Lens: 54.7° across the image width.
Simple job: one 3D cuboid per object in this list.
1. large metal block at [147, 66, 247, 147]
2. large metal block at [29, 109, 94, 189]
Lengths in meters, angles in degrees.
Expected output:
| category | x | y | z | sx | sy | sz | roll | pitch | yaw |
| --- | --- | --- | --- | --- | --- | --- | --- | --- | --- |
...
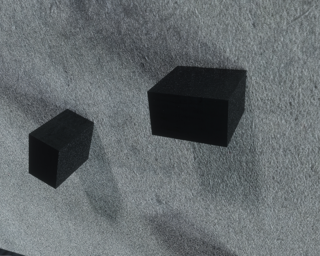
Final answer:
| category | x | y | z | sx | sy | sz | roll | pitch | yaw |
| --- | --- | --- | --- | --- | --- | --- | --- | --- | --- |
| large metal block | 0.043 | -0.028 | 0.332 | 0.080 | 0.080 | 0.050 | 9 | 122 | 23 |
| large metal block | -0.149 | 0.030 | 0.468 | 0.050 | 0.080 | 0.079 | 27 | 128 | 11 |
